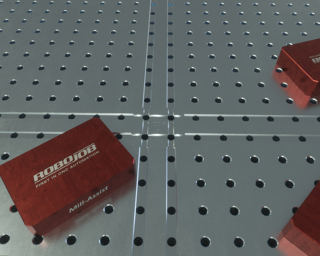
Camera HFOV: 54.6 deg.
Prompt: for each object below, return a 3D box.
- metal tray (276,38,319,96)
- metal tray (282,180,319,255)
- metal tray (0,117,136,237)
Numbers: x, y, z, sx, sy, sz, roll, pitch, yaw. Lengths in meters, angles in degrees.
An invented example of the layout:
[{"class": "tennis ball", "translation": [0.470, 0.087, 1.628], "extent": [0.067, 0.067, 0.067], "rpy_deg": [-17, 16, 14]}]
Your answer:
[{"class": "metal tray", "translation": [0.268, -0.104, 0.493], "extent": [0.131, 0.030, 0.090], "rpy_deg": [-15, 52, -12]}, {"class": "metal tray", "translation": [0.206, 0.091, 0.329], "extent": [0.090, 0.030, 0.131], "rpy_deg": [37, 59, 27]}, {"class": "metal tray", "translation": [-0.105, 0.050, 0.362], "extent": [0.131, 0.030, 0.090], "rpy_deg": [-30, 56, -23]}]
